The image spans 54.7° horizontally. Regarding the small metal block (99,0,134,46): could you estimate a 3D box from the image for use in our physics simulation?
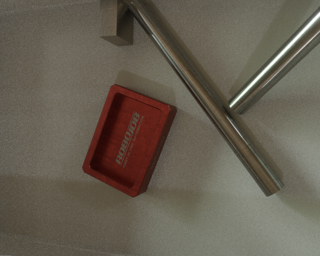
[{"bbox_3d":[-0.057,-0.142,0.416,0.025,0.050,0.050,2,91,20],"label":"small metal block"}]

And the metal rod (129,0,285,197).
[{"bbox_3d":[0.052,-0.047,0.391,0.025,0.025,0.299,-38,78,16],"label":"metal rod"}]

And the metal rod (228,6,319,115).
[{"bbox_3d":[0.164,-0.112,0.280,0.025,0.025,0.298,50,133,12],"label":"metal rod"}]

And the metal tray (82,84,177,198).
[{"bbox_3d":[-0.043,0.016,0.421,0.090,0.030,0.129,23,97,18],"label":"metal tray"}]
